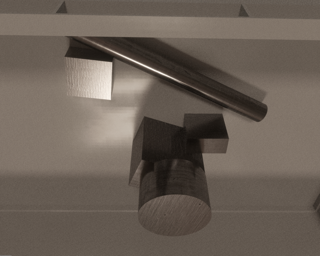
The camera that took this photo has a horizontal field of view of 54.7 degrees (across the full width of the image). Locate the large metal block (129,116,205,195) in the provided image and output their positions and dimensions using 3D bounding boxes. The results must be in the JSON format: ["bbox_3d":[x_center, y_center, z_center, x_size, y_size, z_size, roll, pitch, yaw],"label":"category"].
[{"bbox_3d":[0.008,0.038,0.406,0.081,0.080,0.050,16,128,-14],"label":"large metal block"}]

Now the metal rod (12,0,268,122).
[{"bbox_3d":[-0.005,-0.071,0.348,0.302,0.025,0.025,21,127,-18],"label":"metal rod"}]

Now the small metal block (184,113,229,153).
[{"bbox_3d":[0.058,0.006,0.399,0.050,0.050,0.025,0,130,-1],"label":"small metal block"}]

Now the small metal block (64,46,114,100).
[{"bbox_3d":[-0.080,-0.062,0.355,0.050,0.025,0.050,5,130,-5],"label":"small metal block"}]

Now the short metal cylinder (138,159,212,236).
[{"bbox_3d":[0.016,0.081,0.357,0.081,0.050,0.079,0,130,0],"label":"short metal cylinder"}]
